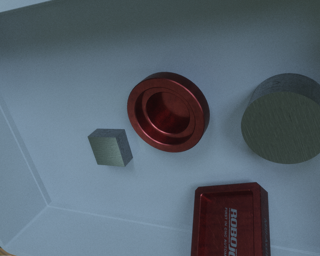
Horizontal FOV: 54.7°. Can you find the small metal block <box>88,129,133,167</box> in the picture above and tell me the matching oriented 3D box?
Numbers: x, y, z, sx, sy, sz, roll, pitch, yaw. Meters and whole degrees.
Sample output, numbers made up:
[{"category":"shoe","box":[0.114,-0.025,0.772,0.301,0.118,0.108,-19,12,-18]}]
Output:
[{"category":"small metal block","box":[-0.074,0.029,0.464,0.050,0.025,0.050,1,119,27]}]

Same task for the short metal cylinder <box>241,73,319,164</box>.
[{"category":"short metal cylinder","box":[0.129,-0.010,0.318,0.080,0.050,0.079,13,124,20]}]

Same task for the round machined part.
[{"category":"round machined part","box":[0.013,-0.022,0.376,0.098,0.042,0.097,13,124,20]}]

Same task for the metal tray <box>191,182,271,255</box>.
[{"category":"metal tray","box":[0.086,0.137,0.382,0.090,0.130,0.030,-12,146,33]}]
